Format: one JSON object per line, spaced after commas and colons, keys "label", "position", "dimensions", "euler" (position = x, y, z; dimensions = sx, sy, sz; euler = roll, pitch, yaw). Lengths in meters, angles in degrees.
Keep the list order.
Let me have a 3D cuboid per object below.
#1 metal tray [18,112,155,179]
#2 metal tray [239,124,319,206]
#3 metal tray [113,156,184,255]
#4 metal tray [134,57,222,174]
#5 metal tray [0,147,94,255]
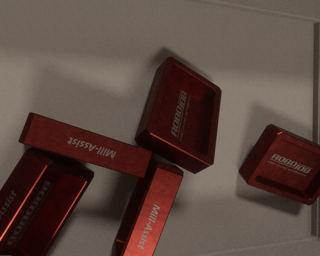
{"label": "metal tray", "position": [-0.082, 0.020, 0.345], "dimensions": [0.131, 0.090, 0.030], "euler": [20, 82, -19]}
{"label": "metal tray", "position": [0.196, 0.058, 0.464], "dimensions": [0.131, 0.030, 0.089], "euler": [21, 108, -19]}
{"label": "metal tray", "position": [-0.018, 0.099, 0.361], "dimensions": [0.030, 0.090, 0.129], "euler": [21, 89, -9]}
{"label": "metal tray", "position": [0.028, -0.019, 0.386], "dimensions": [0.090, 0.030, 0.130], "euler": [29, 50, -18]}
{"label": "metal tray", "position": [-0.133, 0.090, 0.322], "dimensions": [0.030, 0.090, 0.130], "euler": [28, 84, 22]}
